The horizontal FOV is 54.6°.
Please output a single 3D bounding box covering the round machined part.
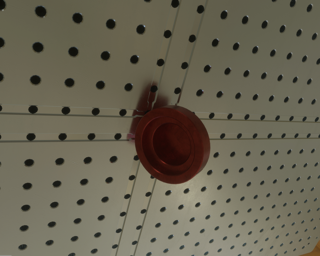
[{"bbox_3d":[0.020,0.019,0.398,0.042,0.098,0.097,-21,134,-56],"label":"round machined part"}]
